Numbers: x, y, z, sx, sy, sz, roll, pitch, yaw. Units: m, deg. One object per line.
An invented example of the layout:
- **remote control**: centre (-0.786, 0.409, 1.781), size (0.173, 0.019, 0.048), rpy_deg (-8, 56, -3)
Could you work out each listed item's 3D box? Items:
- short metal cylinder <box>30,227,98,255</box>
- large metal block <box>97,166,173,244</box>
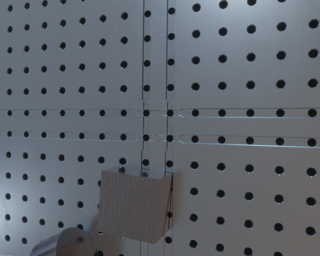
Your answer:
- **short metal cylinder**: centre (-0.132, 0.186, 0.430), size (0.050, 0.080, 0.080), rpy_deg (-29, 81, 18)
- **large metal block**: centre (-0.032, 0.098, 0.411), size (0.080, 0.050, 0.079), rpy_deg (5, 92, 20)
